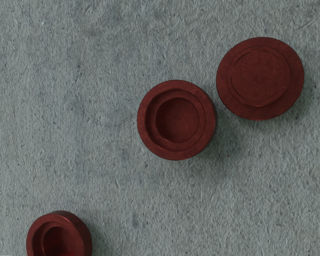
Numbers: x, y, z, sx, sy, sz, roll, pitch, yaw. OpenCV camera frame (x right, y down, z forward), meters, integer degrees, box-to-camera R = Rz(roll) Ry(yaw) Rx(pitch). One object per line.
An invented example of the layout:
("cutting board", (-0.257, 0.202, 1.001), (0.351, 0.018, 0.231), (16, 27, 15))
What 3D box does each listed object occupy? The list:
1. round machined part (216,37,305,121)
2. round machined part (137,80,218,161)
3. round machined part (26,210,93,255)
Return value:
("round machined part", (0.114, -0.057, 0.360), (0.098, 0.042, 0.097), (0, 90, 20))
("round machined part", (0.024, -0.010, 0.391), (0.098, 0.042, 0.097), (0, 90, 20))
("round machined part", (-0.140, 0.168, 0.449), (0.098, 0.042, 0.097), (0, 90, 20))
